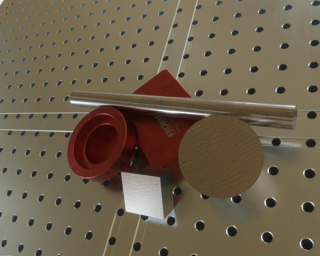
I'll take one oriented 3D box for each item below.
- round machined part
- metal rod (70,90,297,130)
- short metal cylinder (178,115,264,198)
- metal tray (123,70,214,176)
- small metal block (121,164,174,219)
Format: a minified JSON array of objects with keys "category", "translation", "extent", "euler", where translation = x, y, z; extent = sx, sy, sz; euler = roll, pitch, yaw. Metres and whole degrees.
[{"category":"round machined part","translation":[-0.072,0.024,0.412],"extent":[0.098,0.042,0.098],"euler":[-14,61,27]},{"category":"metal rod","translation":[0.005,-0.027,0.381],"extent":[0.300,0.025,0.025],"euler":[7,65,31]},{"category":"short metal cylinder","translation":[0.062,0.030,0.320],"extent":[0.080,0.050,0.080],"euler":[-2,81,11]},{"category":"metal tray","translation":[0.007,-0.010,0.407],"extent":[0.090,0.030,0.130],"euler":[-37,51,3]},{"category":"small metal block","translation":[-0.014,0.071,0.353],"extent":[0.050,0.025,0.050],"euler":[3,106,28]}]
